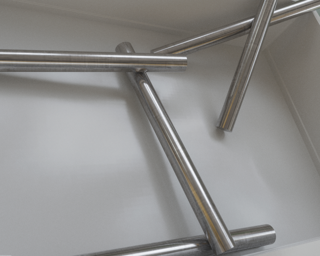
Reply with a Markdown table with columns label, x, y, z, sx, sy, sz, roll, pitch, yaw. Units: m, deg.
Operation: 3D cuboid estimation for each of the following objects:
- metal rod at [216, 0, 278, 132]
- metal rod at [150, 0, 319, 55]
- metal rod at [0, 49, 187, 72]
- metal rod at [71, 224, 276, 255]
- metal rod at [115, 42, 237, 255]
| label | x | y | z | sx | sy | sz | roll | pitch | yaw |
| --- | --- | --- | --- | --- | --- | --- | --- | --- | --- |
| metal rod | 0.147 | -0.137 | 0.473 | 0.025 | 0.025 | 0.299 | 22 | 84 | -15 |
| metal rod | 0.128 | -0.160 | 0.496 | 0.302 | 0.025 | 0.025 | -21 | 72 | -11 |
| metal rod | -0.108 | -0.080 | 0.372 | 0.303 | 0.025 | 0.025 | -4 | 64 | -22 |
| metal rod | 0.005 | 0.132 | 0.327 | 0.303 | 0.025 | 0.025 | 2 | 61 | -28 |
| metal rod | 0.009 | 0.007 | 0.388 | 0.025 | 0.025 | 0.299 | -10 | 62 | -33 |
